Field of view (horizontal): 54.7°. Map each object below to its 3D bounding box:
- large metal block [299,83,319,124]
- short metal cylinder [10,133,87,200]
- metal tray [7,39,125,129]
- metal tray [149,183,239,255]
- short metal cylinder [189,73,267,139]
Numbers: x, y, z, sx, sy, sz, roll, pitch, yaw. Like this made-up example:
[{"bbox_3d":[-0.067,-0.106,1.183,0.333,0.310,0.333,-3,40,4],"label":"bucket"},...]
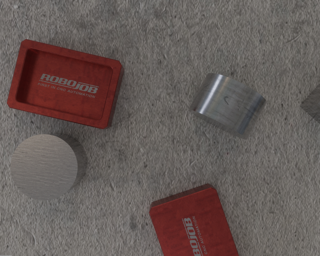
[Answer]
[{"bbox_3d":[0.248,-0.033,0.399,0.080,0.050,0.080,41,90,0],"label":"large metal block"},{"bbox_3d":[-0.139,0.047,0.396,0.081,0.050,0.079,0,90,0],"label":"short metal cylinder"},{"bbox_3d":[-0.121,-0.056,0.406,0.131,0.030,0.089,13,90,0],"label":"metal tray"},{"bbox_3d":[0.048,0.149,0.408,0.090,0.030,0.129,-19,90,0],"label":"metal tray"},{"bbox_3d":[0.082,-0.026,0.383,0.080,0.080,0.050,28,90,0],"label":"short metal cylinder"}]
